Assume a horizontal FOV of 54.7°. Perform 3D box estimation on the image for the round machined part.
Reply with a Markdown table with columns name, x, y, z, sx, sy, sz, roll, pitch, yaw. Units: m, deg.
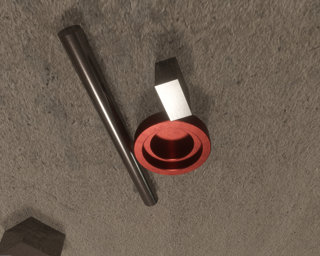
| name | x | y | z | sx | sy | sz | roll | pitch | yaw |
| --- | --- | --- | --- | --- | --- | --- | --- | --- | --- |
| round machined part | 0.016 | 0.015 | 0.409 | 0.099 | 0.042 | 0.097 | -1 | 130 | 0 |

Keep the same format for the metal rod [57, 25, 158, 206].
| name | x | y | z | sx | sy | sz | roll | pitch | yaw |
| --- | --- | --- | --- | --- | --- | --- | --- | --- | --- |
| metal rod | -0.054 | 0.009 | 0.413 | 0.025 | 0.025 | 0.299 | -12 | 130 | 10 |

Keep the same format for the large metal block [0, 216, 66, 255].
| name | x | y | z | sx | sy | sz | roll | pitch | yaw |
| --- | --- | --- | --- | --- | --- | --- | --- | --- | --- |
| large metal block | -0.238 | 0.217 | 0.573 | 0.080 | 0.050 | 0.080 | -31 | 124 | 23 |

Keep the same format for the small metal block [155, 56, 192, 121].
| name | x | y | z | sx | sy | sz | roll | pitch | yaw |
| --- | --- | --- | --- | --- | --- | --- | --- | --- | --- |
| small metal block | 0.015 | -0.045 | 0.353 | 0.025 | 0.050 | 0.050 | -16 | 128 | 13 |
